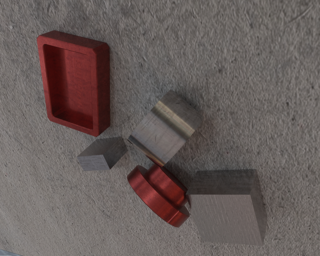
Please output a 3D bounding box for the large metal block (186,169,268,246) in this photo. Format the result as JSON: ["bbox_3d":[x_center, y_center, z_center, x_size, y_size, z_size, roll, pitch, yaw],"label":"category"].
[{"bbox_3d":[0.089,0.102,0.405,0.080,0.050,0.080,-7,115,28],"label":"large metal block"}]

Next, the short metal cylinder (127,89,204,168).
[{"bbox_3d":[0.007,0.001,0.367,0.050,0.080,0.080,41,129,0],"label":"short metal cylinder"}]

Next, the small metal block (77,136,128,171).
[{"bbox_3d":[-0.084,0.038,0.457,0.050,0.050,0.025,-7,115,31],"label":"small metal block"}]

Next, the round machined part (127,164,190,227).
[{"bbox_3d":[0.005,0.084,0.420,0.098,0.098,0.042,43,90,-2],"label":"round machined part"}]

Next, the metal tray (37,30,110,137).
[{"bbox_3d":[-0.115,-0.059,0.425,0.090,0.030,0.129,18,125,17],"label":"metal tray"}]
